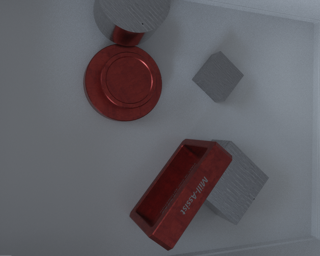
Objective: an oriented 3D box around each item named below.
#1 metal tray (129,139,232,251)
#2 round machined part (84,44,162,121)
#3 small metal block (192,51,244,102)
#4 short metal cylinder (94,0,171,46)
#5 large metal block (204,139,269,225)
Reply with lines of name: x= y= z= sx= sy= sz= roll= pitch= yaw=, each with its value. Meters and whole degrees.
metal tray: x=0.023 y=0.074 z=0.385 sx=0.030 sy=0.090 sz=0.130 roll=41 pitch=77 yaw=-16
round machined part: x=-0.043 y=-0.057 z=0.386 sx=0.099 sy=0.042 sz=0.097 roll=0 pitch=90 yaw=-20
small metal block: x=0.083 y=-0.072 z=0.442 sx=0.050 sy=0.025 sz=0.050 roll=41 pitch=77 yaw=-16
short metal cylinder: x=-0.034 y=-0.142 z=0.360 sx=0.081 sy=0.050 sz=0.080 roll=1 pitch=87 yaw=-18
large metal block: x=0.089 y=0.073 z=0.432 sx=0.080 sy=0.050 sz=0.080 roll=43 pitch=76 yaw=-15
